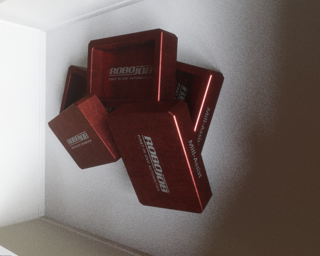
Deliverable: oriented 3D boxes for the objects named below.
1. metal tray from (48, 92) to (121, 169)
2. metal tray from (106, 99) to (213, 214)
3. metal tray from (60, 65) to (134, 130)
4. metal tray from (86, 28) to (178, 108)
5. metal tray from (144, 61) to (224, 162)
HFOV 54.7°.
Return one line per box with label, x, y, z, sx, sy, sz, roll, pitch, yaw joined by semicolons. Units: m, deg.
metal tray;-0.104;0.010;0.441;0.130;0.030;0.090;-19;108;54
metal tray;0.001;0.034;0.357;0.090;0.030;0.129;-2;118;34
metal tray;-0.101;-0.039;0.480;0.130;0.030;0.089;25;106;37
metal tray;-0.040;-0.070;0.393;0.130;0.030;0.089;5;93;39
metal tray;0.017;-0.016;0.385;0.090;0.030;0.129;24;105;37
